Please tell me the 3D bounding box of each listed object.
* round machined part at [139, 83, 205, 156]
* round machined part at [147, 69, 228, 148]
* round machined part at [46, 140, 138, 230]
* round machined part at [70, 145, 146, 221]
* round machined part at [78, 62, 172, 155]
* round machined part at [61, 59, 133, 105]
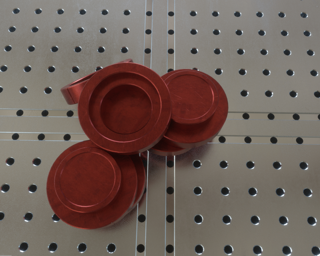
[{"bbox_3d":[0.010,-0.017,0.387,0.099,0.042,0.098,0,70,0],"label":"round machined part"},{"bbox_3d":[0.032,-0.029,0.368,0.099,0.042,0.098,0,69,0],"label":"round machined part"},{"bbox_3d":[-0.074,0.059,0.336,0.099,0.042,0.098,0,70,0],"label":"round machined part"},{"bbox_3d":[-0.066,0.057,0.359,0.099,0.042,0.098,0,70,0],"label":"round machined part"},{"bbox_3d":[-0.036,-0.019,0.341,0.098,0.042,0.098,-1,78,3],"label":"round machined part"},{"bbox_3d":[-0.073,-0.051,0.401,0.098,0.098,0.042,-26,107,-9],"label":"round machined part"}]
